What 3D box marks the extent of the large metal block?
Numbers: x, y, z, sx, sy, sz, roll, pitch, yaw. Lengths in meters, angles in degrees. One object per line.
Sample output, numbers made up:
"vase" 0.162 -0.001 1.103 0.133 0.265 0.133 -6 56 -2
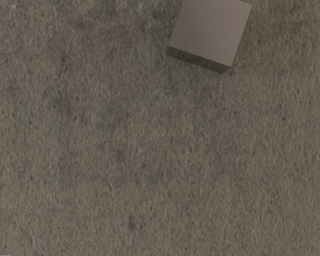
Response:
"large metal block" 0.061 -0.124 0.398 0.080 0.050 0.080 19 90 -1
